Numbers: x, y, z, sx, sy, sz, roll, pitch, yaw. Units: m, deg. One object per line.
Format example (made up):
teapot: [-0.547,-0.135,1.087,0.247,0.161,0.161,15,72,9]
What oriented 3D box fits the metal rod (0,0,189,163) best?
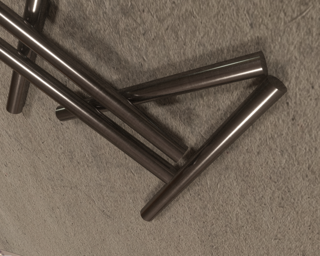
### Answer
metal rod: [-0.091,-0.059,0.382,0.300,0.025,0.025,38,129,2]

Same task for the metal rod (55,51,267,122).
metal rod: [-0.022,-0.044,0.389,0.300,0.025,0.025,-10,114,32]

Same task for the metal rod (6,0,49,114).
metal rod: [-0.174,-0.128,0.416,0.025,0.025,0.298,37,129,3]

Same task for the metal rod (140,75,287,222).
metal rod: [0.049,0.047,0.408,0.025,0.025,0.298,38,129,2]

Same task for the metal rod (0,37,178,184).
metal rod: [-0.105,-0.026,0.410,0.301,0.025,0.025,36,129,3]
